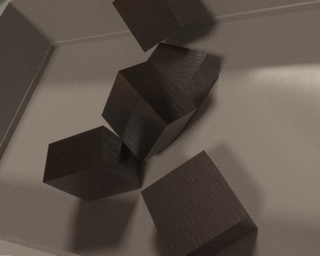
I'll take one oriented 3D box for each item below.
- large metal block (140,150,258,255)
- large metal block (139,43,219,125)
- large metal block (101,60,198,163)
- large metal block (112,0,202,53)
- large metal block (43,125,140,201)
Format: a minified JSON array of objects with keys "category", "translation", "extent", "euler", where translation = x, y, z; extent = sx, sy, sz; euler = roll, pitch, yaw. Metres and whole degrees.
[{"category":"large metal block","translation":[0.039,0.084,0.317],"extent":[0.080,0.050,0.080],"euler":[-34,52,5]},{"category":"large metal block","translation":[0.019,-0.062,0.416],"extent":[0.080,0.050,0.080],"euler":[24,74,36]},{"category":"large metal block","translation":[-0.016,-0.019,0.365],"extent":[0.050,0.080,0.080],"euler":[-30,72,-39]},{"category":"large metal block","translation":[-0.005,-0.162,0.420],"extent":[0.080,0.080,0.050],"euler":[-18,20,50]},{"category":"large metal block","translation":[-0.080,0.047,0.379],"extent":[0.080,0.080,0.050],"euler":[-18,55,21]}]
